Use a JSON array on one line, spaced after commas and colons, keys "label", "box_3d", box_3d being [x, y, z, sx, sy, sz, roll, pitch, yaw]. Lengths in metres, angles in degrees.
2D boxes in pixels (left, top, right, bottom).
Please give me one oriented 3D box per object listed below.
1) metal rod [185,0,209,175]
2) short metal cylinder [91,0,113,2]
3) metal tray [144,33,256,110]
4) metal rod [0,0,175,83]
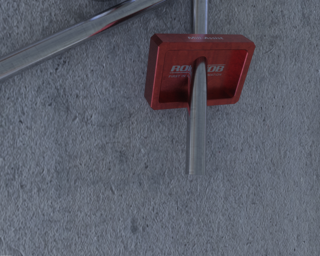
[{"label": "metal rod", "box_3d": [0.050, -0.090, 0.403, 0.025, 0.025, 0.299, 6, 79, -20]}, {"label": "short metal cylinder", "box_3d": [-0.070, -0.200, 0.370, 0.081, 0.050, 0.080, 0, 90, -20]}, {"label": "metal tray", "box_3d": [0.050, -0.073, 0.400, 0.131, 0.030, 0.089, -6, 127, -20]}, {"label": "metal rod", "box_3d": [-0.096, -0.114, 0.373, 0.302, 0.025, 0.025, -32, 101, -17]}]
